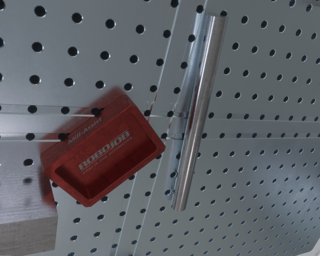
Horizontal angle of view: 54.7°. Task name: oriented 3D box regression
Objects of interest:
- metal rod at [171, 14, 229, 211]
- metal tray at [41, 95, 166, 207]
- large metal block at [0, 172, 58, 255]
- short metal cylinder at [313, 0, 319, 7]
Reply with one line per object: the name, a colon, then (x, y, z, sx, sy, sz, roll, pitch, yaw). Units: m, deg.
metal rod: (0.049, -0.003, 0.436, 0.025, 0.025, 0.298, -6, 121, -25)
metal tray: (-0.068, 0.032, 0.390, 0.130, 0.030, 0.090, -37, 129, -4)
large metal block: (-0.164, 0.095, 0.345, 0.081, 0.080, 0.050, -1, 119, -28)
short metal cylinder: (0.251, -0.197, 0.410, 0.081, 0.050, 0.079, -14, 124, -21)
